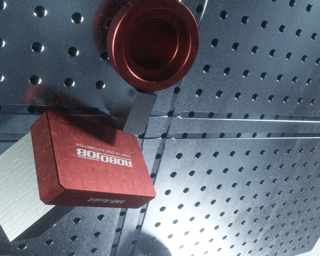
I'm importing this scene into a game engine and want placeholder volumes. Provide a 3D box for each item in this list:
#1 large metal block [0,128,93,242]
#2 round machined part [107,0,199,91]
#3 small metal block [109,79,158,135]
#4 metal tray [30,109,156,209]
[{"bbox_3d":[-0.132,0.060,0.331,0.080,0.080,0.050,-39,163,-2],"label":"large metal block"},{"bbox_3d":[-0.010,-0.092,0.335,0.099,0.042,0.097,-13,121,-22],"label":"round machined part"},{"bbox_3d":[-0.033,-0.027,0.361,0.025,0.050,0.050,10,114,-33],"label":"small metal block"},{"bbox_3d":[-0.068,0.038,0.336,0.030,0.090,0.131,-38,146,25],"label":"metal tray"}]
